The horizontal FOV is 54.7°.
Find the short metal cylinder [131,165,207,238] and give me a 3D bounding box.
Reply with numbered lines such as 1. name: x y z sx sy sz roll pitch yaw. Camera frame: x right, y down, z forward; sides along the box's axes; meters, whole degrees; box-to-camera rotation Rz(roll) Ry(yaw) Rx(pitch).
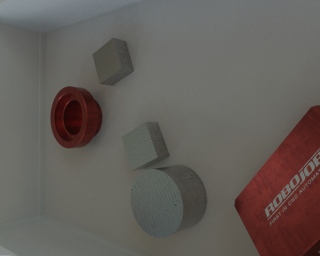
1. short metal cylinder: 0.010 0.088 0.380 0.080 0.050 0.079 0 90 39

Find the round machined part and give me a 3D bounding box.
1. round machined part: -0.131 -0.017 0.501 0.098 0.042 0.097 0 90 39

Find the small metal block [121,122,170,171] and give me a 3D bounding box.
1. small metal block: -0.020 0.025 0.422 0.050 0.025 0.050 -31 71 35

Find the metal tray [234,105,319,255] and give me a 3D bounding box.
1. metal tray: 0.128 0.056 0.269 0.129 0.030 0.090 -59 25 23

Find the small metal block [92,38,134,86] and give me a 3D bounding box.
1. small metal block: -0.070 -0.098 0.463 0.050 0.025 0.050 -26 74 36
